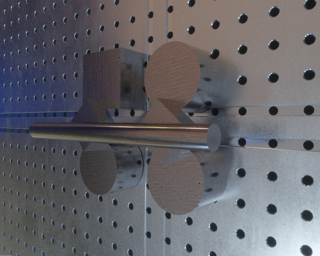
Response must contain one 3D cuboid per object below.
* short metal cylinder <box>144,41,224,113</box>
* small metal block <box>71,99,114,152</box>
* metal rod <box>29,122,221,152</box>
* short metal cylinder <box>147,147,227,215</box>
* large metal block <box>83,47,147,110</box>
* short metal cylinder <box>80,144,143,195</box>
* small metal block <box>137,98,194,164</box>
[{"bbox_3d":[0.028,-0.058,0.370,0.080,0.050,0.080,0,90,40],"label":"short metal cylinder"},{"bbox_3d":[-0.091,-0.004,0.420,0.050,0.025,0.050,-47,62,29],"label":"small metal block"},{"bbox_3d":[-0.068,0.006,0.367,0.300,0.025,0.025,1,91,40],"label":"metal rod"},{"bbox_3d":[0.032,0.057,0.367,0.080,0.050,0.080,0,90,40],"label":"short metal cylinder"},{"bbox_3d":[-0.066,-0.066,0.447,0.080,0.050,0.079,2,91,40],"label":"large metal block"},{"bbox_3d":[-0.071,0.053,0.451,0.080,0.050,0.080,0,90,40],"label":"short metal cylinder"},{"bbox_3d":[0.007,0.003,0.339,0.050,0.025,0.050,48,118,29],"label":"small metal block"}]
